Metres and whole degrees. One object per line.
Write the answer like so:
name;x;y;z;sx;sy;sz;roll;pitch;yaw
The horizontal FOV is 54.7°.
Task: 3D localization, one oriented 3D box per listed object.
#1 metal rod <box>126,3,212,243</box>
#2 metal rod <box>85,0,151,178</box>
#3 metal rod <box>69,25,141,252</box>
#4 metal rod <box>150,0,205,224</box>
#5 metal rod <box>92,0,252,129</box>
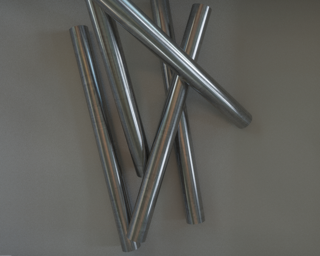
metal rod;0.011;-0.005;0.386;0.025;0.025;0.298;16;91;-1
metal rod;-0.050;-0.071;0.347;0.025;0.025;0.298;-13;116;0
metal rod;-0.073;0.014;0.410;0.025;0.025;0.298;-14;90;0
metal rod;0.023;-0.023;0.411;0.025;0.025;0.298;-9;90;0
metal rod;0.008;-0.084;0.338;0.301;0.025;0.025;35;90;-31
